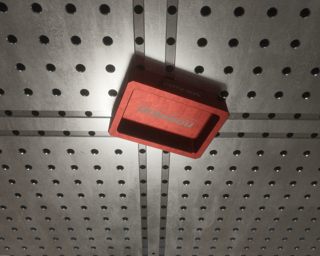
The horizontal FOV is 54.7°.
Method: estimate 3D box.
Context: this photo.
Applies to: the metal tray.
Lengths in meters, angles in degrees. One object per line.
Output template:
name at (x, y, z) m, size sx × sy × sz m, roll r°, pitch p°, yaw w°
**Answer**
metal tray at (0.009, -0.014, 0.396) m, size 0.131 × 0.030 × 0.089 m, roll 17°, pitch 128°, yaw -15°
